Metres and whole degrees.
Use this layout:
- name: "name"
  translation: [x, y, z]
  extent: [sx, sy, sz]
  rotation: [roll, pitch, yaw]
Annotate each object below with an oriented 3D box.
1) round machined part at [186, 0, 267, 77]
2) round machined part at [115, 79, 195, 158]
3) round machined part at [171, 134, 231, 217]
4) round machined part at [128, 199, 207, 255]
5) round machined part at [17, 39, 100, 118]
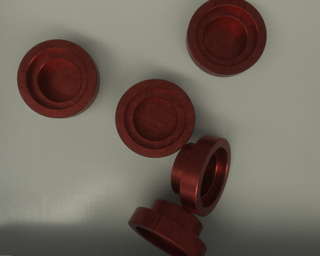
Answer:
- name: "round machined part"
  translation: [0.083, -0.114, 0.403]
  extent: [0.099, 0.042, 0.097]
  rotation: [0, 90, 0]
- name: "round machined part"
  translation: [-0.005, -0.012, 0.401]
  extent: [0.099, 0.042, 0.097]
  rotation: [0, 88, 1]
- name: "round machined part"
  translation: [0.049, 0.055, 0.383]
  extent: [0.042, 0.098, 0.097]
  rotation: [14, 90, 31]
- name: "round machined part"
  translation: [0.014, 0.124, 0.380]
  extent: [0.098, 0.098, 0.042]
  rotation: [33, 64, 0]
- name: "round machined part"
  translation: [-0.127, -0.061, 0.402]
  extent: [0.099, 0.042, 0.097]
  rotation: [0, 90, 0]
